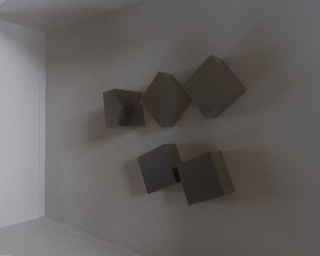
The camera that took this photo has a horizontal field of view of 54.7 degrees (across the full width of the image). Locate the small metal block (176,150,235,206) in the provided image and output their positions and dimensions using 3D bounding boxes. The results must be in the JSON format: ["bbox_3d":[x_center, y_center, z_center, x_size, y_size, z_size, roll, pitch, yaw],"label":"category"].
[{"bbox_3d":[0.053,0.058,0.362,0.050,0.025,0.050,-27,73,36],"label":"small metal block"}]

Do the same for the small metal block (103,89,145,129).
[{"bbox_3d":[-0.049,-0.025,0.429,0.025,0.050,0.050,-10,84,39],"label":"small metal block"}]

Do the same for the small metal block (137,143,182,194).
[{"bbox_3d":[0.002,0.053,0.403,0.050,0.025,0.050,-29,72,36],"label":"small metal block"}]

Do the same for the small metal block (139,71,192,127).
[{"bbox_3d":[0.008,-0.036,0.399,0.050,0.025,0.050,49,119,28],"label":"small metal block"}]

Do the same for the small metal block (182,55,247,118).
[{"bbox_3d":[0.061,-0.046,0.355,0.050,0.025,0.050,-45,63,30],"label":"small metal block"}]
